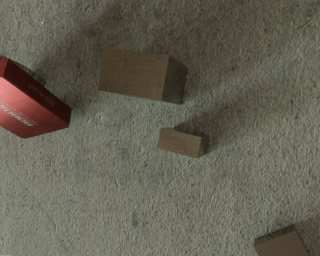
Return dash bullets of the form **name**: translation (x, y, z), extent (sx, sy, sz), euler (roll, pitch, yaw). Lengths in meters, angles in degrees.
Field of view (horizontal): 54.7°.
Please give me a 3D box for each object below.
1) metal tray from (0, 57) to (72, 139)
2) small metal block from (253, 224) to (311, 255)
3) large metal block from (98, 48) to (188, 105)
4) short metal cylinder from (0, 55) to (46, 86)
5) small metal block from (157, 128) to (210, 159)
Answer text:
- **metal tray**: translation (-0.197, -0.034, 0.423), extent (0.090, 0.130, 0.030), euler (-13, 58, 19)
- **small metal block**: translation (0.144, 0.147, 0.358), extent (0.050, 0.025, 0.050), euler (-29, 81, 17)
- **large metal block**: translation (-0.018, -0.062, 0.386), extent (0.080, 0.080, 0.050), euler (11, 94, 19)
- **short metal cylinder**: translation (-0.215, -0.063, 0.449), extent (0.080, 0.080, 0.050), euler (19, 77, 19)
- **small metal block**: translation (0.030, 0.017, 0.385), extent (0.050, 0.050, 0.025), euler (14, 95, 19)
